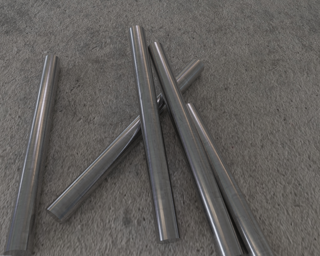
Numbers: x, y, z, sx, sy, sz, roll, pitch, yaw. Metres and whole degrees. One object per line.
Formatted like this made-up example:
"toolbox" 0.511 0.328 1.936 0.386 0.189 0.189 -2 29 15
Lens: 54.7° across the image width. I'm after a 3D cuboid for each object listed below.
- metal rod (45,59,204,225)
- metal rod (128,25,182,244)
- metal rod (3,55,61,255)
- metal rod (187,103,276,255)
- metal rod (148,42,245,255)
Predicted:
"metal rod" -0.026 -0.002 0.404 0.025 0.025 0.301 28 55 21
"metal rod" -0.013 -0.015 0.384 0.025 0.025 0.299 -6 60 -6
"metal rod" -0.154 0.008 0.395 0.025 0.025 0.300 -5 50 -4
"metal rod" 0.082 0.085 0.332 0.025 0.025 0.300 -13 51 -11
"metal rod" 0.031 0.004 0.377 0.025 0.025 0.299 -12 58 -10
